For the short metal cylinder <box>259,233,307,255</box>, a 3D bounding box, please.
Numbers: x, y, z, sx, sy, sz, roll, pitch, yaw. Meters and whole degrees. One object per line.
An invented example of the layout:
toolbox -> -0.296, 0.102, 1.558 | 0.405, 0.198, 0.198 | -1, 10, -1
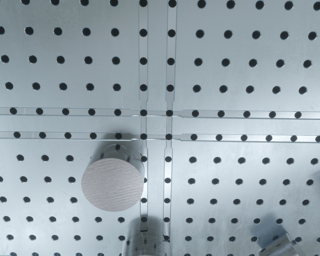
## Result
short metal cylinder -> 0.194, 0.206, 0.462 | 0.050, 0.080, 0.080 | -39, 106, 13

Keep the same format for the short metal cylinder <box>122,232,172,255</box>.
short metal cylinder -> -0.021, 0.209, 0.477 | 0.081, 0.050, 0.079 | 0, 110, 0

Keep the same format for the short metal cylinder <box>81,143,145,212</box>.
short metal cylinder -> -0.062, 0.066, 0.424 | 0.081, 0.050, 0.079 | 0, 110, 0
